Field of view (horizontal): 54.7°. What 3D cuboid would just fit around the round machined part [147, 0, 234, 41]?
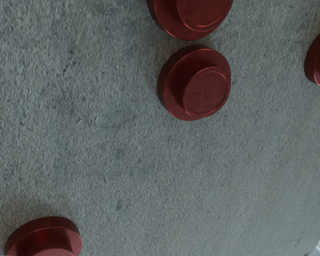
[{"bbox_3d":[0.039,-0.141,0.329,0.099,0.042,0.097,-14,124,-21],"label":"round machined part"}]

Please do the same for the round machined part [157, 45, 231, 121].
[{"bbox_3d":[0.049,-0.051,0.391,0.099,0.042,0.097,-14,124,-21],"label":"round machined part"}]

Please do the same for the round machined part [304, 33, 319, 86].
[{"bbox_3d":[0.278,-0.108,0.480,0.099,0.042,0.097,-14,124,-21],"label":"round machined part"}]

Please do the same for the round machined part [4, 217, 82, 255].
[{"bbox_3d":[-0.154,0.171,0.417,0.099,0.042,0.097,-14,124,-21],"label":"round machined part"}]
